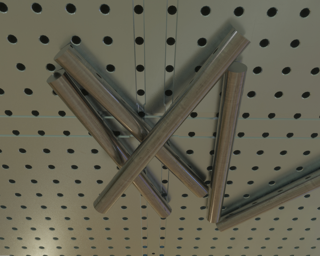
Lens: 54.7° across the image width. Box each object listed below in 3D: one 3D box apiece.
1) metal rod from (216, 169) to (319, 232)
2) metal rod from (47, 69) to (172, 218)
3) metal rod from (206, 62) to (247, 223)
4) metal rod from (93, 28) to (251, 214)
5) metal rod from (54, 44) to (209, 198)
[{"bbox_3d":[0.219,0.100,0.499,0.299,0.025,0.025,-35,122,26],"label":"metal rod"},{"bbox_3d":[-0.056,0.042,0.446,0.025,0.025,0.299,-20,128,16],"label":"metal rod"},{"bbox_3d":[0.091,0.044,0.450,0.025,0.025,0.298,-1,130,0],"label":"metal rod"},{"bbox_3d":[0.001,0.007,0.389,0.025,0.025,0.299,29,116,-23],"label":"metal rod"},{"bbox_3d":[-0.020,0.009,0.418,0.025,0.025,0.300,-29,125,22],"label":"metal rod"}]
